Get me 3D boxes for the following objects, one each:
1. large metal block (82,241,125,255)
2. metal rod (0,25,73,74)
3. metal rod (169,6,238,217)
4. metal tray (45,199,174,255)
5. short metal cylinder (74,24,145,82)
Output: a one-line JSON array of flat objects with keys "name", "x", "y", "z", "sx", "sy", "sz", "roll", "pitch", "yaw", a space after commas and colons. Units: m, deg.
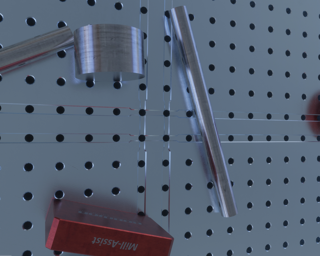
[{"name": "large metal block", "x": -0.065, "y": 0.191, "z": 0.377, "sx": 0.080, "sy": 0.050, "sz": 0.080, "roll": -42, "pitch": 104, "yaw": -15}, {"name": "metal rod", "x": -0.234, "y": -0.046, "z": 0.325, "sx": 0.302, "sy": 0.025, "sz": 0.025, "roll": -27, "pitch": 99, "yaw": -18}, {"name": "metal rod", "x": 0.063, "y": -0.019, "z": 0.437, "sx": 0.025, "sy": 0.025, "sz": 0.298, "roll": -17, "pitch": 96, "yaw": -20}, {"name": "metal tray", "x": -0.061, "y": 0.118, "z": 0.356, "sx": 0.131, "sy": 0.090, "sz": 0.030, "roll": 17, "pitch": 84, "yaw": -20}, {"name": "short metal cylinder", "x": -0.058, "y": -0.084, "z": 0.362, "sx": 0.081, "sy": 0.080, "sz": 0.050, "roll": -2, "pitch": 91, "yaw": -20}]
